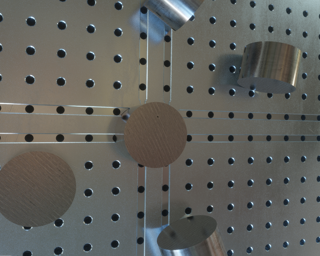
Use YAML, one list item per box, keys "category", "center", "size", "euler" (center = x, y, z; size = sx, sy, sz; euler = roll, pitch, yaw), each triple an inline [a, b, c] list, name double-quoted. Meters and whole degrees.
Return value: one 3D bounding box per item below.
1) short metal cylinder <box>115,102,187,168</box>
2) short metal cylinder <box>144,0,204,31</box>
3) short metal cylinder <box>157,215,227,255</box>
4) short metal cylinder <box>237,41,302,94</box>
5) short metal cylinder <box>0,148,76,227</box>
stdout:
- category: "short metal cylinder"
  center: [-0.013, 0.008, 0.396]
  size: [0.081, 0.050, 0.079]
  euler: [0, 90, -20]
- category: "short metal cylinder"
  center: [0.024, -0.172, 0.393]
  size: [0.050, 0.080, 0.080]
  euler: [35, 79, -17]
- category: "short metal cylinder"
  center: [0.042, 0.156, 0.401]
  size: [0.081, 0.080, 0.050]
  euler: [-21, 98, -19]
- category: "short metal cylinder"
  center: [0.156, -0.084, 0.443]
  size: [0.081, 0.080, 0.050]
  euler: [14, 86, -20]
- category: "short metal cylinder"
  center: [-0.138, 0.064, 0.349]
  size: [0.081, 0.050, 0.079]
  euler: [0, 90, -20]
